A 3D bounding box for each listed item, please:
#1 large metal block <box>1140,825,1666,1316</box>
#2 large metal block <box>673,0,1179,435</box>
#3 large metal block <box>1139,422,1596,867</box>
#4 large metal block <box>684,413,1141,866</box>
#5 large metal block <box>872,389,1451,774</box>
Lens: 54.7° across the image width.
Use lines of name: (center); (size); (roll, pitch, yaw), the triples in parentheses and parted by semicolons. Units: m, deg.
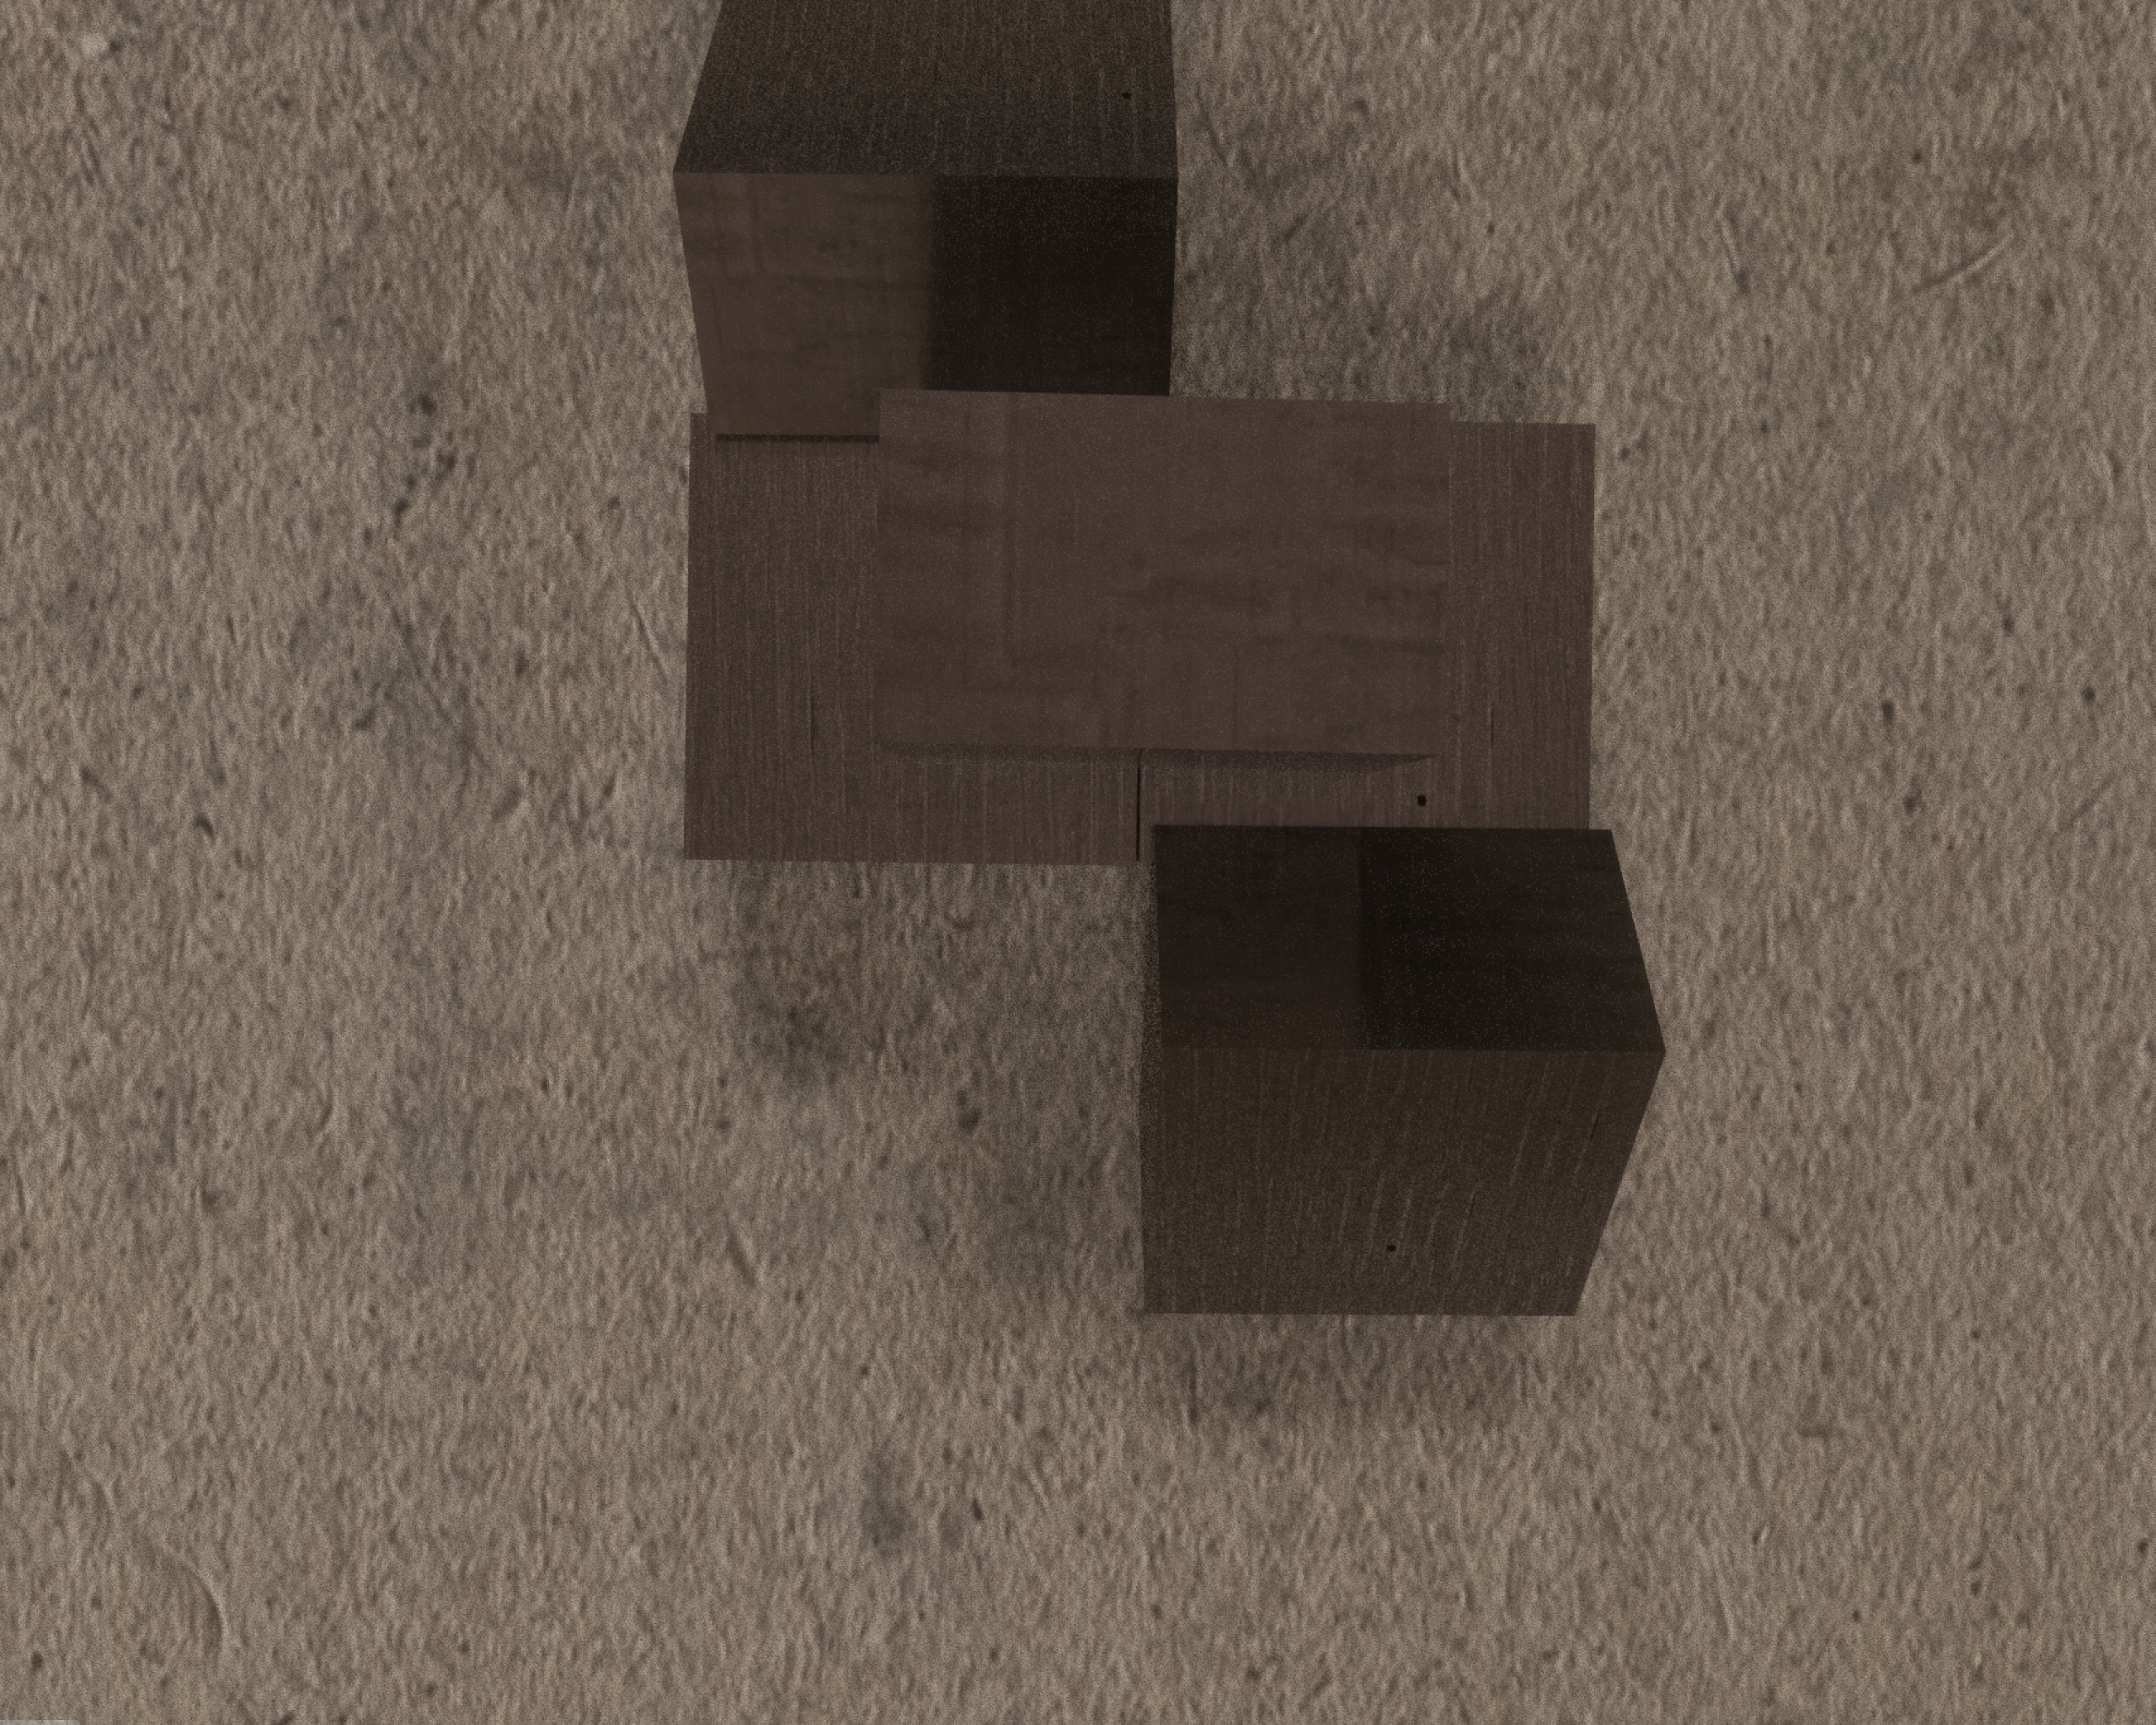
large metal block: (0.053, 0.039, 0.378); (0.081, 0.079, 0.050); (0, 46, -1)
large metal block: (-0.024, -0.121, 0.377); (0.081, 0.050, 0.080); (1, 46, 0)
large metal block: (0.052, -0.039, 0.398); (0.081, 0.050, 0.079); (1, 90, -1)
large metal block: (-0.029, -0.040, 0.397); (0.081, 0.050, 0.079); (1, 90, -1)
large metal block: (0.012, -0.041, 0.334); (0.081, 0.080, 0.050); (1, 90, -1)
